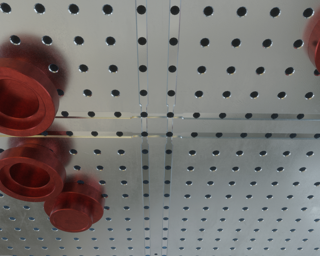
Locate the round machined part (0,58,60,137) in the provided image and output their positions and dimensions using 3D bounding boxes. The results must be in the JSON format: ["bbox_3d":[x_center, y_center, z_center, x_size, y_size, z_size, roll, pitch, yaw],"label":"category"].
[{"bbox_3d":[-0.169,-0.039,0.366,0.099,0.042,0.097,0,130,0],"label":"round machined part"}]

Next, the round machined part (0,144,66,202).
[{"bbox_3d":[-0.186,0.062,0.451,0.099,0.042,0.097,0,130,0],"label":"round machined part"}]

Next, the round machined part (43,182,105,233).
[{"bbox_3d":[-0.144,0.138,0.516,0.099,0.042,0.097,0,130,0],"label":"round machined part"}]

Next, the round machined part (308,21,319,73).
[{"bbox_3d":[0.216,-0.087,0.328,0.099,0.042,0.097,0,130,0],"label":"round machined part"}]
